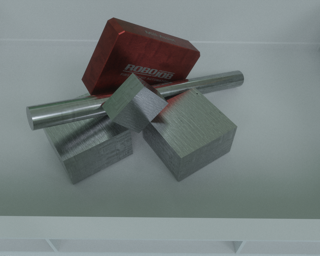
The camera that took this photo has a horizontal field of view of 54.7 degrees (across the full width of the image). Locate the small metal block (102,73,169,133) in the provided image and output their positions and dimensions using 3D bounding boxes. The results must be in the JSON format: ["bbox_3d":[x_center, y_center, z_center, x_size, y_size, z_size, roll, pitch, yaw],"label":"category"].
[{"bbox_3d":[-0.027,-0.026,0.345,0.050,0.050,0.025,-45,56,11],"label":"small metal block"}]

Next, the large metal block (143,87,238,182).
[{"bbox_3d":[0.034,0.006,0.383,0.081,0.050,0.080,-27,55,-21],"label":"large metal block"}]

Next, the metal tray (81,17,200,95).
[{"bbox_3d":[-0.021,-0.077,0.390,0.131,0.089,0.030,1,42,-43],"label":"metal tray"}]

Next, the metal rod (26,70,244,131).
[{"bbox_3d":[-0.006,-0.042,0.390,0.303,0.025,0.025,-15,50,-32],"label":"metal rod"}]

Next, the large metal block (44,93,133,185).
[{"bbox_3d":[-0.090,0.008,0.376,0.081,0.050,0.080,-27,55,-21],"label":"large metal block"}]
